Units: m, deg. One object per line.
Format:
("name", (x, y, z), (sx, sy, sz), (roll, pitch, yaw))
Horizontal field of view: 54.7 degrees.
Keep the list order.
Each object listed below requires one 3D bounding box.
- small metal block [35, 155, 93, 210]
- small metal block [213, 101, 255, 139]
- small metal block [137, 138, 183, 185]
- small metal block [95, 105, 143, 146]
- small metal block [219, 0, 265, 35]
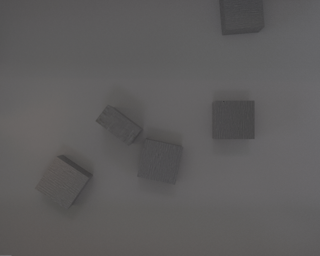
("small metal block", (-0.126, 0.071, 0.410), (0.050, 0.025, 0.050), (34, 90, 0))
("small metal block", (0.097, -0.011, 0.412), (0.050, 0.025, 0.050), (0, 90, 0))
("small metal block", (0.000, 0.044, 0.411), (0.050, 0.025, 0.050), (12, 90, 0))
("small metal block", (-0.050, -0.003, 0.398), (0.050, 0.050, 0.025), (37, 90, 0))
("small metal block", (0.108, -0.154, 0.412), (0.050, 0.025, 0.050), (-5, 90, 0))
